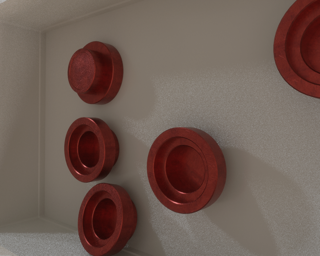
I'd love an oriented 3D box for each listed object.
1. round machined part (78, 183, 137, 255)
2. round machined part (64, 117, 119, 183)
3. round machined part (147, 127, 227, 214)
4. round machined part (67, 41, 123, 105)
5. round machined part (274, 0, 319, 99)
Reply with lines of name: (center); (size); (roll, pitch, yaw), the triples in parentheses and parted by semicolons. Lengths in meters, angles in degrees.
round machined part: (-0.071, 0.130, 0.442); (0.098, 0.042, 0.098); (-16, 65, 39)
round machined part: (-0.101, 0.032, 0.476); (0.098, 0.042, 0.097); (0, 90, 39)
round machined part: (0.035, 0.048, 0.366); (0.098, 0.042, 0.097); (0, 90, 39)
round machined part: (-0.106, -0.086, 0.481); (0.098, 0.042, 0.097); (0, 90, 39)
round machined part: (0.155, -0.072, 0.268); (0.098, 0.042, 0.097); (0, 90, 39)
